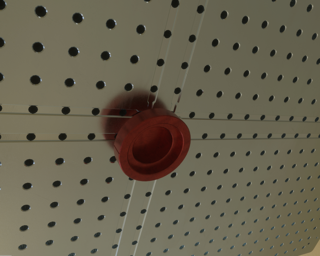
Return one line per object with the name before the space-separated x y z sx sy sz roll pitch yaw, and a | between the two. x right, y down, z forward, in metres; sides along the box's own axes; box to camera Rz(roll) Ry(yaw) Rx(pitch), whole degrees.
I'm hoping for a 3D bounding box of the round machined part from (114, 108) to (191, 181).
round machined part | -0.013 0.018 0.403 0.099 0.042 0.097 -14 124 -21
